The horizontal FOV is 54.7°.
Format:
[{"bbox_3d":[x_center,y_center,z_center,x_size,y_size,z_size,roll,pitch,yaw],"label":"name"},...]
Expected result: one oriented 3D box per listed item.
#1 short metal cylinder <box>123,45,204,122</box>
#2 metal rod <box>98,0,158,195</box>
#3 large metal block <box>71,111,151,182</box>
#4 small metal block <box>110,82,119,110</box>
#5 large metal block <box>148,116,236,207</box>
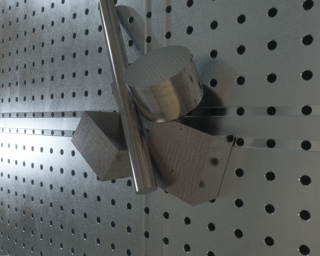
[{"bbox_3d":[0.005,-0.052,0.359,0.080,0.080,0.050,11,141,39],"label":"short metal cylinder"},{"bbox_3d":[-0.048,-0.060,0.408,0.025,0.025,0.299,-34,57,34],"label":"metal rod"},{"bbox_3d":[-0.058,0.022,0.419,0.080,0.081,0.050,45,117,30],"label":"large metal block"},{"bbox_3d":[-0.039,-0.052,0.440,0.050,0.025,0.050,-30,72,35],"label":"small metal block"},{"bbox_3d":[0.031,0.034,0.365,0.080,0.050,0.079,22,104,37],"label":"large metal block"}]
